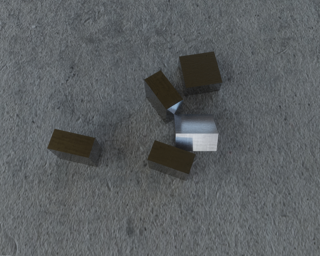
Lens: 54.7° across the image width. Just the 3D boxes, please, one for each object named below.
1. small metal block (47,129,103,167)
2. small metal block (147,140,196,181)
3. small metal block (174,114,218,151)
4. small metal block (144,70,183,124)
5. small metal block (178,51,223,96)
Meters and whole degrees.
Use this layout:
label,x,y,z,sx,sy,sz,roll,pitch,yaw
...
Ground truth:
label,x,y,z,sx,sy,sz,roll,pitch,yaw
small metal block,-0.103,0.026,0.384,0.050,0.050,0.025,12,71,4
small metal block,0.014,0.041,0.379,0.050,0.050,0.025,19,73,7
small metal block,0.044,0.005,0.392,0.050,0.025,0.050,0,30,-1
small metal block,0.004,-0.040,0.409,0.025,0.050,0.050,-32,73,-11
small metal block,0.055,-0.076,0.436,0.050,0.025,0.050,-9,70,-4
